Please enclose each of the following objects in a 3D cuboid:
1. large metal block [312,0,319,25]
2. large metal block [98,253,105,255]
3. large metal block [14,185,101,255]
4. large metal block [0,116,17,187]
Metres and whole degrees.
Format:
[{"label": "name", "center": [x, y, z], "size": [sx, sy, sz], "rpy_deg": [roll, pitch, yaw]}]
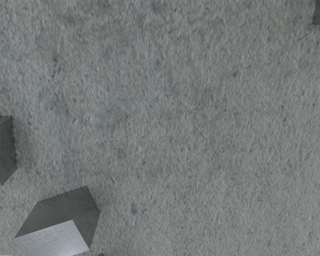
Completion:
[{"label": "large metal block", "center": [0.211, -0.150, 0.328], "size": [0.050, 0.080, 0.079], "rpy_deg": [-1, 110, 0]}, {"label": "large metal block", "center": [-0.086, 0.257, 0.474], "size": [0.050, 0.080, 0.080], "rpy_deg": [-39, 106, 13]}, {"label": "large metal block", "center": [-0.136, 0.133, 0.428], "size": [0.080, 0.080, 0.050], "rpy_deg": [-19, 109, 6]}, {"label": "large metal block", "center": [-0.241, 0.027, 0.403], "size": [0.081, 0.050, 0.079], "rpy_deg": [4, 110, -2]}]
